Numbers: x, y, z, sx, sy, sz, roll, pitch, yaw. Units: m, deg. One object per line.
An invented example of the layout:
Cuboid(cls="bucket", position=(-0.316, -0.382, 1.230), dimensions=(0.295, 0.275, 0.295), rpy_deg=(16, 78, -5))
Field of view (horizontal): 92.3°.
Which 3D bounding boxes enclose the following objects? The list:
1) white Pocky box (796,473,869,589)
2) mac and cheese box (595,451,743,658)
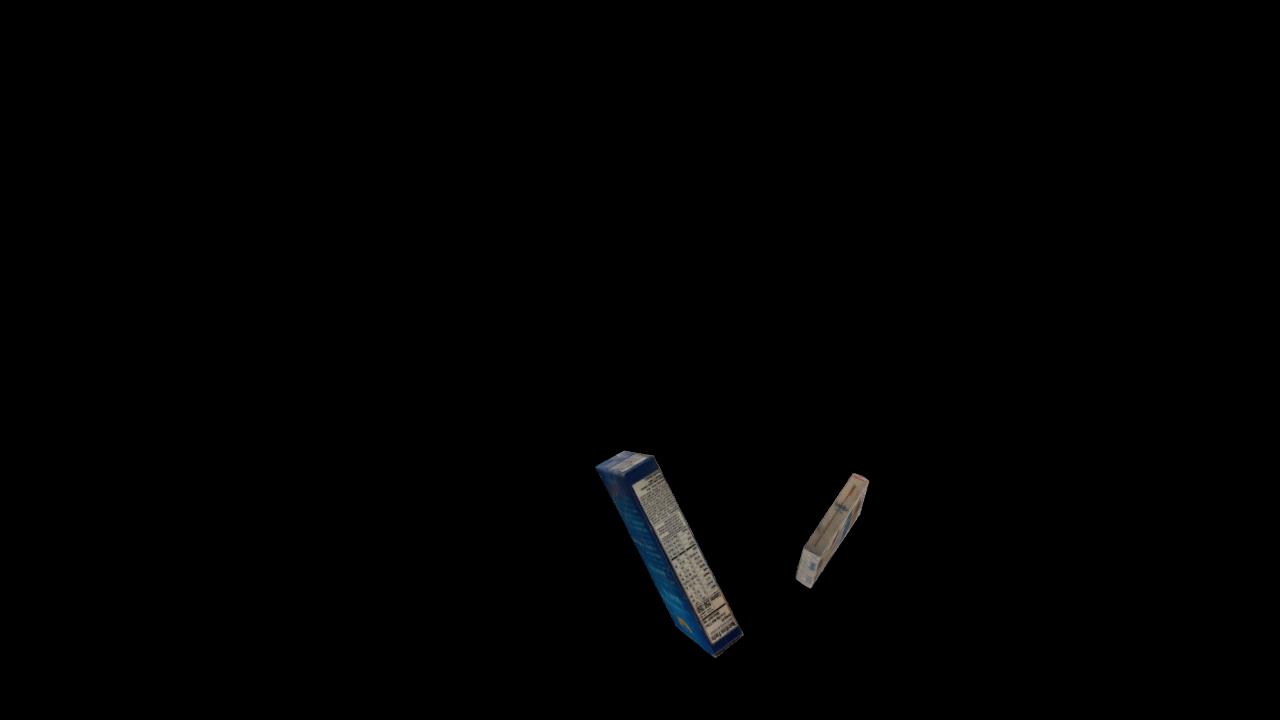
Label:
Cuboid(cls="white Pocky box", position=(0.268, 0.235, 0.853), dimensions=(0.028, 0.084, 0.154), rpy_deg=(26, 49, 30))
Cuboid(cls="mac and cheese box", position=(0.024, 0.176, 0.581), dimensions=(0.041, 0.184, 0.093), rpy_deg=(-28, 4, -21))
